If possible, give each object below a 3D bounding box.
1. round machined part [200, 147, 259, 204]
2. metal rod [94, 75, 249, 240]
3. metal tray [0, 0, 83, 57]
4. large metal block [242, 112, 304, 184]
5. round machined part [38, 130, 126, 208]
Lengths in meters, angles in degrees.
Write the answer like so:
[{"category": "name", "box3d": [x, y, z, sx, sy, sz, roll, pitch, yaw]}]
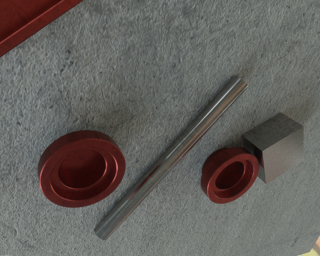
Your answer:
[{"category": "round machined part", "box3d": [0.107, 0.071, 0.501, 0.099, 0.042, 0.097, -14, 125, -21]}, {"category": "metal rod", "box3d": [0.013, 0.045, 0.443, 0.300, 0.025, 0.025, -48, 129, 5]}, {"category": "metal tray", "box3d": [-0.143, -0.114, 0.255, 0.130, 0.030, 0.090, -37, 130, -4]}, {"category": "large metal block", "box3d": [0.190, 0.034, 0.518, 0.080, 0.050, 0.080, -29, 129, -11]}, {"category": "round machined part", "box3d": [-0.095, 0.044, 0.372, 0.099, 0.042, 0.097, -14, 125, -21]}]
